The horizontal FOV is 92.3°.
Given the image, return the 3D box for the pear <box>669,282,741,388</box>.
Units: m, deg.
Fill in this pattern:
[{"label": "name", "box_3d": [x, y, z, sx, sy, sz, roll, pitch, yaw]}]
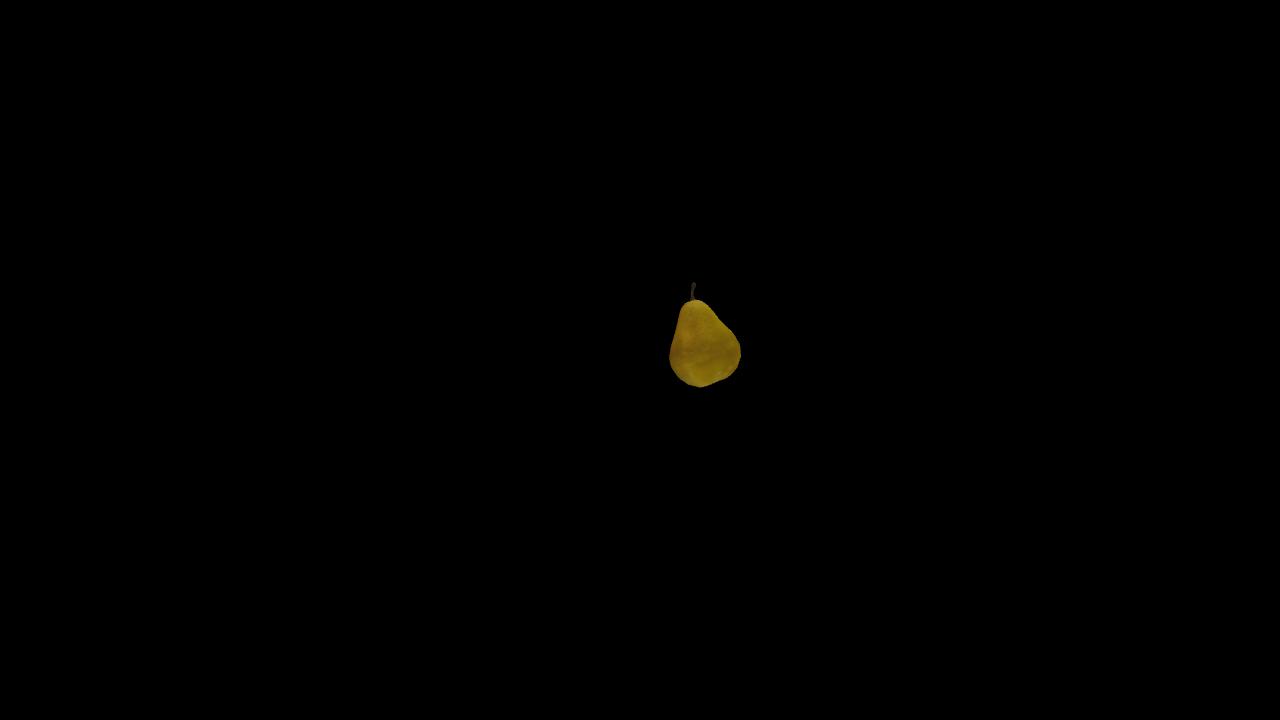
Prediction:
[{"label": "pear", "box_3d": [0.063, -0.027, 0.685, 0.080, 0.111, 0.080, -23, 8, 3]}]
